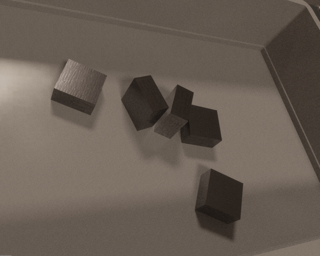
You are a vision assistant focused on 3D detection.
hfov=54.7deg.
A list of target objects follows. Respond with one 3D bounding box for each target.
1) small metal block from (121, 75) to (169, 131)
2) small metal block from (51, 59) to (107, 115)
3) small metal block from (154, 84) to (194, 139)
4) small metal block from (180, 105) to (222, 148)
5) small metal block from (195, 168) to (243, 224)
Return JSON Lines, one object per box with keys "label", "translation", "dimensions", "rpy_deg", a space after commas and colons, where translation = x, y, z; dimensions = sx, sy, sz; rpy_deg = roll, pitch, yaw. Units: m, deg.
{"label": "small metal block", "translation": [-0.021, -0.032, 0.399], "dimensions": [0.025, 0.050, 0.050], "rpy_deg": [-17, 71, -35]}
{"label": "small metal block", "translation": [-0.100, -0.051, 0.384], "dimensions": [0.050, 0.025, 0.050], "rpy_deg": [23, 53, -15]}
{"label": "small metal block", "translation": [0.018, -0.021, 0.414], "dimensions": [0.025, 0.050, 0.050], "rpy_deg": [25, 53, -14]}
{"label": "small metal block", "translation": [0.057, -0.003, 0.440], "dimensions": [0.050, 0.025, 0.050], "rpy_deg": [11, 57, -23]}
{"label": "small metal block", "translation": [0.076, 0.087, 0.395], "dimensions": [0.050, 0.025, 0.050], "rpy_deg": [26, 52, -13]}
